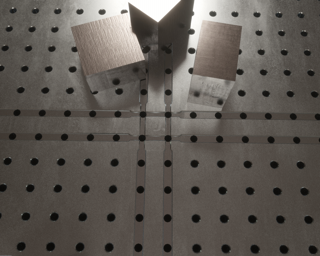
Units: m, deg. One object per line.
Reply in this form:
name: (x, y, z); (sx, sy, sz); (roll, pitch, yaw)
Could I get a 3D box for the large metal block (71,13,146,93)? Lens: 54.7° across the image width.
large metal block: (-0.071, -0.105, 0.436); (0.081, 0.050, 0.080); (-17, 71, -7)

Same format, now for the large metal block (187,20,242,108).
large metal block: (0.071, -0.082, 0.413); (0.050, 0.080, 0.080); (10, 70, 3)

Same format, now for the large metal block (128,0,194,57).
large metal block: (0.004, -0.163, 0.442); (0.050, 0.080, 0.080); (38, 74, 12)
